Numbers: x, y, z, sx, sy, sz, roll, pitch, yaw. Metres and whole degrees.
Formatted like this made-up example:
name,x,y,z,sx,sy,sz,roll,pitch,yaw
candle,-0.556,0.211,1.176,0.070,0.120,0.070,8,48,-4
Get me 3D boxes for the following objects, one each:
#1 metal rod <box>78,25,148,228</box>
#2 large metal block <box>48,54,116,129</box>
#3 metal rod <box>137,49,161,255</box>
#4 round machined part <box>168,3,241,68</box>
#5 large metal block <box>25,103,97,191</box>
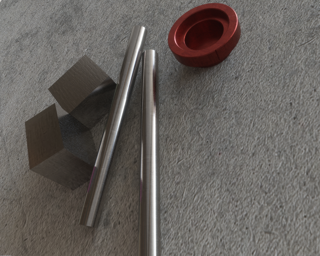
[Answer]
name,x,y,z,sx,sy,sz,roll,pitch,yaw
metal rod,-0.060,-0.017,0.431,0.025,0.025,0.299,-1,65,27
large metal block,-0.113,-0.055,0.479,0.080,0.050,0.080,-44,51,-3
metal rod,-0.013,0.015,0.400,0.025,0.025,0.299,-14,56,20
round machined part,0.064,-0.124,0.434,0.098,0.042,0.098,-13,56,20
large metal block,-0.130,0.027,0.418,0.050,0.080,0.080,-32,52,8
